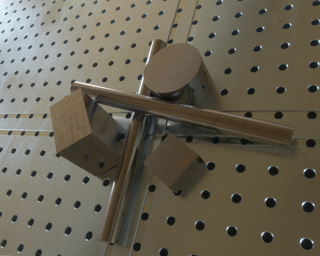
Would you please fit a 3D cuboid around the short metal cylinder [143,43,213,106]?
[{"bbox_3d":[0.025,-0.067,0.419,0.080,0.050,0.080,-13,56,20],"label":"short metal cylinder"}]

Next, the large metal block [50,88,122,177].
[{"bbox_3d":[-0.096,0.007,0.416,0.050,0.080,0.080,-31,52,8],"label":"large metal block"}]

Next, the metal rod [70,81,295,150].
[{"bbox_3d":[0.008,-0.023,0.392,0.301,0.025,0.025,14,69,25],"label":"metal rod"}]

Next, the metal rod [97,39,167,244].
[{"bbox_3d":[-0.031,0.000,0.423,0.025,0.025,0.300,-1,61,27],"label":"metal rod"}]

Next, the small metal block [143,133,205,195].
[{"bbox_3d":[0.017,0.042,0.373,0.050,0.025,0.050,-48,52,-6],"label":"small metal block"}]
